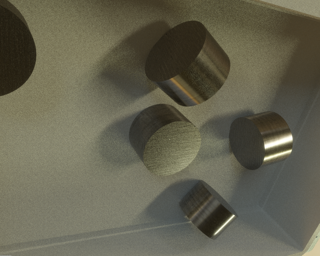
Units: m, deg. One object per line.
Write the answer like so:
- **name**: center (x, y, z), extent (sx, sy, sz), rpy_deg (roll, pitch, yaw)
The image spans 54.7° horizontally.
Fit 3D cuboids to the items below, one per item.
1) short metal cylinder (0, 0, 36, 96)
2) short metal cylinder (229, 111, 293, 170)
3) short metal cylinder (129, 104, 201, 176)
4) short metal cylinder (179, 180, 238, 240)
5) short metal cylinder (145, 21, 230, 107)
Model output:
- **short metal cylinder**: center (-0.152, -0.072, 0.265), extent (0.081, 0.050, 0.079), rpy_deg (-14, 124, -21)
- **short metal cylinder**: center (0.149, 0.018, 0.466), extent (0.050, 0.080, 0.079), rpy_deg (-12, 124, -22)
- **short metal cylinder**: center (0.006, 0.015, 0.405), extent (0.081, 0.050, 0.079), rpy_deg (-14, 124, -21)
- **short metal cylinder**: center (0.077, 0.130, 0.495), extent (0.050, 0.080, 0.080), rpy_deg (-47, 129, 4)
- **short metal cylinder**: center (0.030, -0.071, 0.346), extent (0.080, 0.080, 0.050), rpy_deg (-48, 129, 5)
